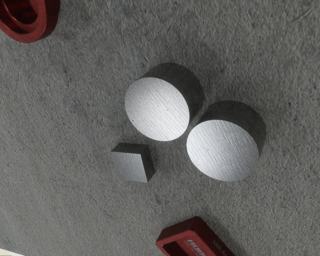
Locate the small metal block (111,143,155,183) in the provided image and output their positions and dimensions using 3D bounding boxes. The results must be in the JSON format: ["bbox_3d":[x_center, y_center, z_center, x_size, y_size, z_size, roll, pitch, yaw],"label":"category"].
[{"bbox_3d":[-0.040,0.051,0.459,0.050,0.025,0.050,3,120,27],"label":"small metal block"}]

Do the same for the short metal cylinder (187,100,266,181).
[{"bbox_3d":[0.078,0.014,0.359,0.080,0.050,0.079,13,124,21],"label":"short metal cylinder"}]

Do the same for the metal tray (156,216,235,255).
[{"bbox_3d":[0.067,0.208,0.497,0.130,0.030,0.090,49,129,-7],"label":"metal tray"}]

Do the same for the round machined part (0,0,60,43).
[{"bbox_3d":[-0.165,-0.159,0.384,0.098,0.042,0.097,13,124,21],"label":"round machined part"}]

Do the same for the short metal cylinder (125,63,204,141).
[{"bbox_3d":[0.006,-0.031,0.368,0.080,0.050,0.079,13,124,21],"label":"short metal cylinder"}]
